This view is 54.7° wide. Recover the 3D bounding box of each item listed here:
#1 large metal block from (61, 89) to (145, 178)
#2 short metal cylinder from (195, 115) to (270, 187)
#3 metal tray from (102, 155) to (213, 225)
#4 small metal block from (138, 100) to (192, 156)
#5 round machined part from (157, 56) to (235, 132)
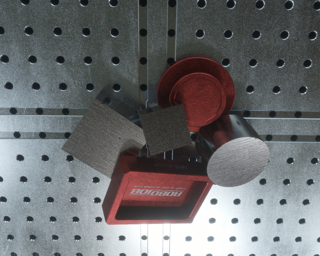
[{"bbox_3d":[-0.066,0.009,0.403,0.080,0.050,0.080,34,106,-12],"label":"large metal block"},{"bbox_3d":[0.092,0.030,0.400,0.081,0.050,0.079,-6,125,-9],"label":"short metal cylinder"},{"bbox_3d":[-0.001,0.086,0.412,0.131,0.030,0.089,8,119,-27],"label":"metal tray"},{"bbox_3d":[0.005,-0.001,0.364,0.050,0.025,0.050,-16,107,-6],"label":"small metal block"},{"bbox_3d":[0.046,-0.040,0.390,0.099,0.042,0.097,0,110,0],"label":"round machined part"}]
